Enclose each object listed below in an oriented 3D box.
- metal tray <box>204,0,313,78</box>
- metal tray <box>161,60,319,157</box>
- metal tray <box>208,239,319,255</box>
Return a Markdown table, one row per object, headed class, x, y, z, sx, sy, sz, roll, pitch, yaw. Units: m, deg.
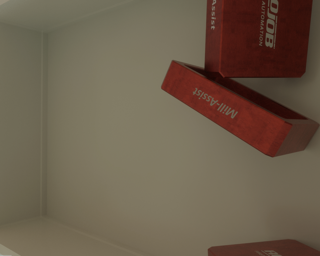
| class | x | y | z | sx | sy | sz | roll | pitch | yaw |
| --- | --- | --- | --- | --- | --- | --- | --- | --- | --- |
| metal tray | 0.089 | -0.111 | 0.277 | 0.030 | 0.091 | 0.129 | -148 | 57 | -69 |
| metal tray | 0.076 | -0.022 | 0.301 | 0.130 | 0.091 | 0.030 | 37 | 113 | 34 |
| metal tray | 0.099 | 0.122 | 0.240 | 0.130 | 0.091 | 0.030 | 148 | 120 | -80 |
